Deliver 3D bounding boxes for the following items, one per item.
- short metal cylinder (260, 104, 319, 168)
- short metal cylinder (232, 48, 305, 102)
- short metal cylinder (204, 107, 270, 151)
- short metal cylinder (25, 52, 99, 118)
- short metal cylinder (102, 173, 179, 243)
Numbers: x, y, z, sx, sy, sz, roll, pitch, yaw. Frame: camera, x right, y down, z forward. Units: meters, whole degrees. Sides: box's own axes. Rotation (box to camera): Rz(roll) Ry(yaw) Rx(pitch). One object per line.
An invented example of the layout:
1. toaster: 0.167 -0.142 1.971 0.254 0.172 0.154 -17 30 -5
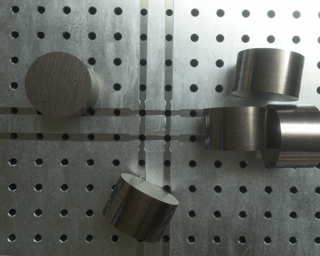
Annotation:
1. short metal cylinder: 0.162 0.010 0.388 0.050 0.080 0.079 0 90 0
2. short metal cylinder: 0.134 -0.064 0.388 0.081 0.080 0.050 8 90 -1
3. short metal cylinder: 0.095 0.001 0.387 0.081 0.080 0.050 0 90 -1
4. short metal cylinder: -0.123 -0.053 0.399 0.081 0.050 0.079 0 90 -1
5. short metal cylinder: -0.024 0.098 0.386 0.080 0.080 0.050 27 90 -1
